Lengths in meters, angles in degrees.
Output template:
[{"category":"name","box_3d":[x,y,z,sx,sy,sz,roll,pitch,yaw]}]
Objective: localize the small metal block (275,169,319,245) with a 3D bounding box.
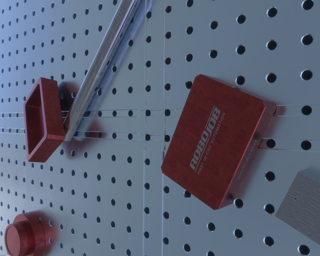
[{"category":"small metal block","box_3d":[0.145,0.074,0.289,0.050,0.025,0.050,32,110,35]}]

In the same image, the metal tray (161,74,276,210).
[{"category":"metal tray","box_3d":[0.061,0.014,0.354,0.090,0.030,0.129,31,109,35]}]

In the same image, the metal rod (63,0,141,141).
[{"category":"metal rod","box_3d":[-0.093,-0.100,0.483,0.025,0.025,0.298,47,117,29]}]

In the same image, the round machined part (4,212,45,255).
[{"category":"round machined part","box_3d":[-0.277,0.222,0.623,0.098,0.042,0.097,0,90,39]}]

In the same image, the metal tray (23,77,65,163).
[{"category":"metal tray","box_3d":[-0.211,-0.015,0.555,0.090,0.030,0.130,-41,54,36]}]
